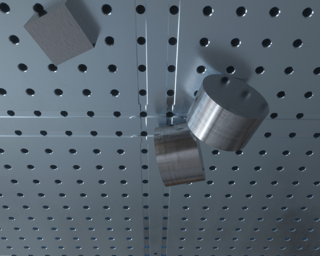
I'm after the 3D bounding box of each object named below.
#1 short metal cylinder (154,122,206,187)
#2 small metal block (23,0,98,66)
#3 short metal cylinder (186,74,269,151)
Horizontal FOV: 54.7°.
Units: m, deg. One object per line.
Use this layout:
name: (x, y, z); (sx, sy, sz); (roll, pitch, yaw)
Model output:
short metal cylinder: (0.027, 0.033, 0.404); (0.050, 0.080, 0.080); (-11, 129, 9)
small metal block: (-0.102, -0.100, 0.325); (0.050, 0.025, 0.050); (-21, 127, 16)
short metal cylinder: (0.077, -0.019, 0.360); (0.081, 0.080, 0.050); (14, 129, -12)
